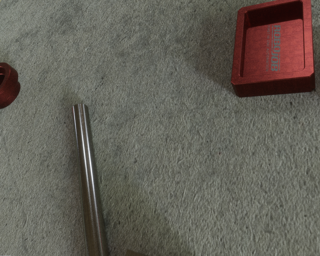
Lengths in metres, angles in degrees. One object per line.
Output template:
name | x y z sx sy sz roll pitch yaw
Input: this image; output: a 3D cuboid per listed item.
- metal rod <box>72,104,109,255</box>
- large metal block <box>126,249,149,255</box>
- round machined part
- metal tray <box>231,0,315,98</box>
metal rod | -0.089 0.085 0.396 0.025 0.025 0.299 -26 53 12
large metal block | -0.001 0.169 0.284 0.080 0.050 0.080 9 66 31
round machined part | -0.313 -0.076 0.600 0.098 0.042 0.098 -13 56 20
metal tray | 0.142 -0.103 0.388 0.090 0.030 0.130 -2 60 26
